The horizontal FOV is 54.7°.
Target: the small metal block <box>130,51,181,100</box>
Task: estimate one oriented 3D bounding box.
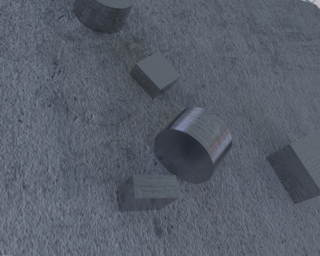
[{"bbox_3d":[-0.006,-0.077,0.449,0.050,0.025,0.050,47,51,5],"label":"small metal block"}]

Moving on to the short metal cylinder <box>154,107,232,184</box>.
[{"bbox_3d":[0.040,0.021,0.379,0.080,0.080,0.050,44,51,2],"label":"short metal cylinder"}]

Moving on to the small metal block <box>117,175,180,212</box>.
[{"bbox_3d":[-0.014,0.072,0.338,0.050,0.050,0.025,5,60,-26],"label":"small metal block"}]

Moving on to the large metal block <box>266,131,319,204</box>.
[{"bbox_3d":[0.226,0.059,0.476,0.081,0.050,0.080,-17,71,-35],"label":"large metal block"}]

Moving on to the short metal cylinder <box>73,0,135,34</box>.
[{"bbox_3d":[-0.083,-0.188,0.459,0.081,0.050,0.080,14,56,-21],"label":"short metal cylinder"}]
